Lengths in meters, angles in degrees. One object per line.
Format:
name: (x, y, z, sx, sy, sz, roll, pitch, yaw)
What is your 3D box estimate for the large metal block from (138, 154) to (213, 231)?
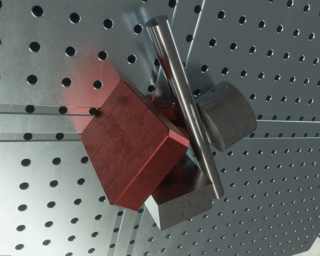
large metal block: (0.019, 0.086, 0.441, 0.081, 0.080, 0.050, -18, 126, -19)

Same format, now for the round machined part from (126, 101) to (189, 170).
round machined part: (-0.001, 0.017, 0.412, 0.099, 0.042, 0.097, -14, 125, -21)

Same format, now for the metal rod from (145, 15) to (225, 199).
metal rod: (0.044, -0.002, 0.408, 0.025, 0.025, 0.299, -31, 129, -9)

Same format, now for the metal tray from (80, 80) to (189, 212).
metal tray: (-0.035, 0.013, 0.334, 0.030, 0.130, 0.090, 31, 101, -38)

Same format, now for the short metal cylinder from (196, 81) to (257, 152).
short metal cylinder: (0.082, -0.015, 0.411, 0.050, 0.080, 0.080, -32, 129, -8)
